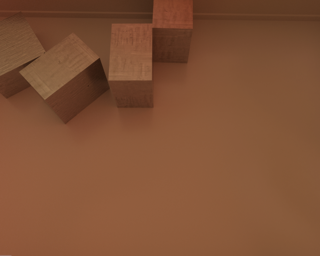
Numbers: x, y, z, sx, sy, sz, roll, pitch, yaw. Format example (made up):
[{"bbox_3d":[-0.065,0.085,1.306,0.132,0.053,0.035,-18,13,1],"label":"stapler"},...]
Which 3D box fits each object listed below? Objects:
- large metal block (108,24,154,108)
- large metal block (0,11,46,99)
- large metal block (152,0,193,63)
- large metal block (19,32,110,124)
[{"bbox_3d":[-0.034,-0.079,0.409,0.050,0.080,0.080,0,70,0],"label":"large metal block"},{"bbox_3d":[-0.204,-0.101,0.432,0.080,0.050,0.080,-31,73,-11],"label":"large metal block"},{"bbox_3d":[0.017,-0.147,0.434,0.050,0.080,0.080,2,70,0],"label":"large metal block"},{"bbox_3d":[-0.118,-0.061,0.402,0.080,0.080,0.050,-42,76,-14],"label":"large metal block"}]
